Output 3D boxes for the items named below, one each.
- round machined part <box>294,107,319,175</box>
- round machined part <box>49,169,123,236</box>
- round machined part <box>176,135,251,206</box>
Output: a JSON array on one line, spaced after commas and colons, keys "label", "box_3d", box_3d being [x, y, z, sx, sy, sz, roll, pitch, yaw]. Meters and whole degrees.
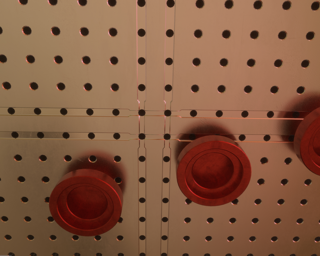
[{"label": "round machined part", "box_3d": [0.227, 0.013, 0.413, 0.099, 0.042, 0.097, 0, 110, -1]}, {"label": "round machined part", "box_3d": [-0.101, 0.101, 0.440, 0.099, 0.042, 0.097, 0, 110, -1]}, {"label": "round machined part", "box_3d": [0.071, 0.055, 0.426, 0.099, 0.042, 0.097, 0, 110, -1]}]
